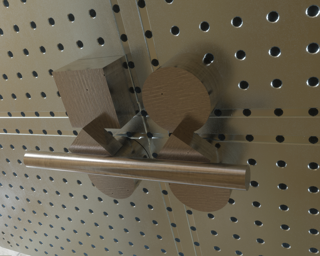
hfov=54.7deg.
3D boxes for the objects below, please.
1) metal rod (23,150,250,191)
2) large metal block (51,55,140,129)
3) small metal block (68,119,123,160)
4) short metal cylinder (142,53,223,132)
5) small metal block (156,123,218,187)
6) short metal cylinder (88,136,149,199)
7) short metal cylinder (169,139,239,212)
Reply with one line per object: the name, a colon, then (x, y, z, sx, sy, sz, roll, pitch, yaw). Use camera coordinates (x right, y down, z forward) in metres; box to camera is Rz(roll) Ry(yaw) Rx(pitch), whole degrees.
metal rod: (-0.049, 0.046, 0.368, 0.300, 0.025, 0.025, 1, 119, 27)
large metal block: (-0.083, -0.047, 0.409, 0.080, 0.050, 0.080, 1, 119, 27)
small metal block: (-0.086, 0.025, 0.408, 0.050, 0.025, 0.050, 42, 129, -1)
short metal cylinder: (0.027, -0.040, 0.356, 0.080, 0.050, 0.079, 13, 124, 21)
small metal block: (0.028, 0.031, 0.351, 0.050, 0.025, 0.050, 35, 129, 5)
short metal cylinder: (-0.062, 0.058, 0.463, 0.080, 0.050, 0.079, 13, 124, 21)
short metal cylinder: (0.057, 0.061, 0.403, 0.080, 0.050, 0.079, 13, 124, 21)
